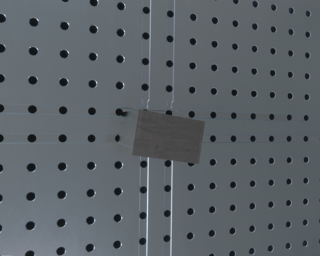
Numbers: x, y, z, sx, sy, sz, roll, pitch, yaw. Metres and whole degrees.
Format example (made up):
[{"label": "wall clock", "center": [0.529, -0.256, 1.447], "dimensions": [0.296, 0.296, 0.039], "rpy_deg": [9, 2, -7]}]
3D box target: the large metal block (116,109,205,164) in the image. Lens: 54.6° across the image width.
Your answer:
[{"label": "large metal block", "center": [-0.002, 0.010, 0.382], "dimensions": [0.081, 0.080, 0.050], "rpy_deg": [10, 87, -20]}]
